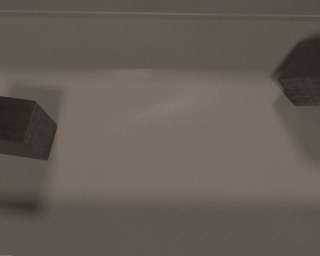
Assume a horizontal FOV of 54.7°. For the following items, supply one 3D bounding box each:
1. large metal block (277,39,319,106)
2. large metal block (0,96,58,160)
[{"bbox_3d":[0.218,-0.075,0.403,0.080,0.080,0.050,-49,112,-16],"label":"large metal block"},{"bbox_3d":[-0.183,0.001,0.378,0.080,0.080,0.050,8,70,2],"label":"large metal block"}]
